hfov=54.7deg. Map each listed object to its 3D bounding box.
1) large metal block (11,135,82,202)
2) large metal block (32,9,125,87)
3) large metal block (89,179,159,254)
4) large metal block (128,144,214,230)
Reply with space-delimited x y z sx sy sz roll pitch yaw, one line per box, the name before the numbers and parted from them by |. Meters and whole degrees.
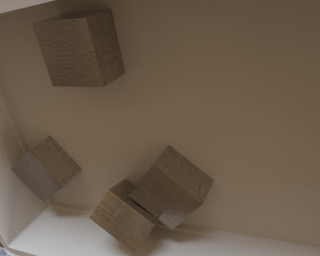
large metal block | -0.198 0.072 0.542 0.080 0.050 0.080 49 129 -6
large metal block | -0.098 -0.097 0.384 0.080 0.050 0.079 4 121 26
large metal block | -0.046 0.127 0.465 0.080 0.080 0.050 36 97 7
large metal block | 0.015 0.084 0.437 0.080 0.050 0.080 38 129 2
